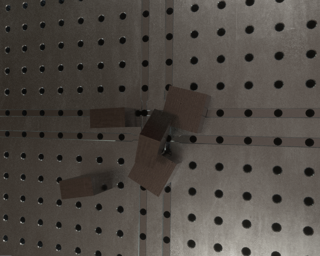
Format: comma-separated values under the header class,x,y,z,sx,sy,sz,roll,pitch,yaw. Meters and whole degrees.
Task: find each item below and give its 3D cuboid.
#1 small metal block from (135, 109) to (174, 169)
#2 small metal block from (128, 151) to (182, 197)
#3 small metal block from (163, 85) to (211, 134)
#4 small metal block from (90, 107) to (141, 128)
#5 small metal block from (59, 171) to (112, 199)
class,x,y,z,sx,sy,sz,roll,pitch,yaw
small metal block,-0.007,0.013,0.382,0.025,0.050,0.050,20,134,7
small metal block,-0.007,0.056,0.414,0.050,0.025,0.050,31,100,17
small metal block,0.033,-0.024,0.400,0.050,0.025,0.050,16,95,18
small metal block,-0.059,-0.013,0.419,0.050,0.050,0.025,-2,90,19
small metal block,-0.103,0.080,0.434,0.050,0.050,0.025,-11,87,19
